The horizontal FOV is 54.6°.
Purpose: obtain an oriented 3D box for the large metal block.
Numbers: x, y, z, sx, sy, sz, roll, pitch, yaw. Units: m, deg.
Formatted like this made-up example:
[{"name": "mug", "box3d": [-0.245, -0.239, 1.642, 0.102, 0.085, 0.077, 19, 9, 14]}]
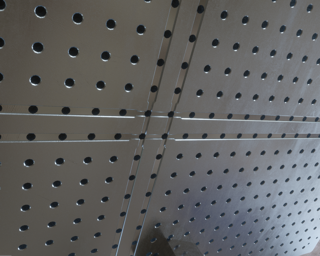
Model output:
[{"name": "large metal block", "box3d": [0.027, 0.254, 0.566, 0.080, 0.050, 0.080, 25, 105, -37]}]
